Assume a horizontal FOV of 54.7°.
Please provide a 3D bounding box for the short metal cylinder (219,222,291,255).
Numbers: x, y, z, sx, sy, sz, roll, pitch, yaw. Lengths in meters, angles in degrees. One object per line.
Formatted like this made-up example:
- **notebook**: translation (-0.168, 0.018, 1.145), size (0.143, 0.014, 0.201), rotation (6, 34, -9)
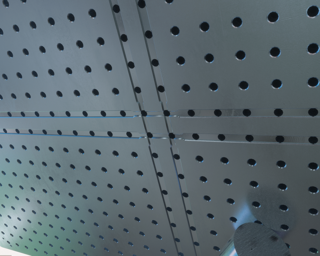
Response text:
- **short metal cylinder**: translation (0.127, 0.177, 0.418), size (0.080, 0.080, 0.050), rotation (27, 128, 11)
